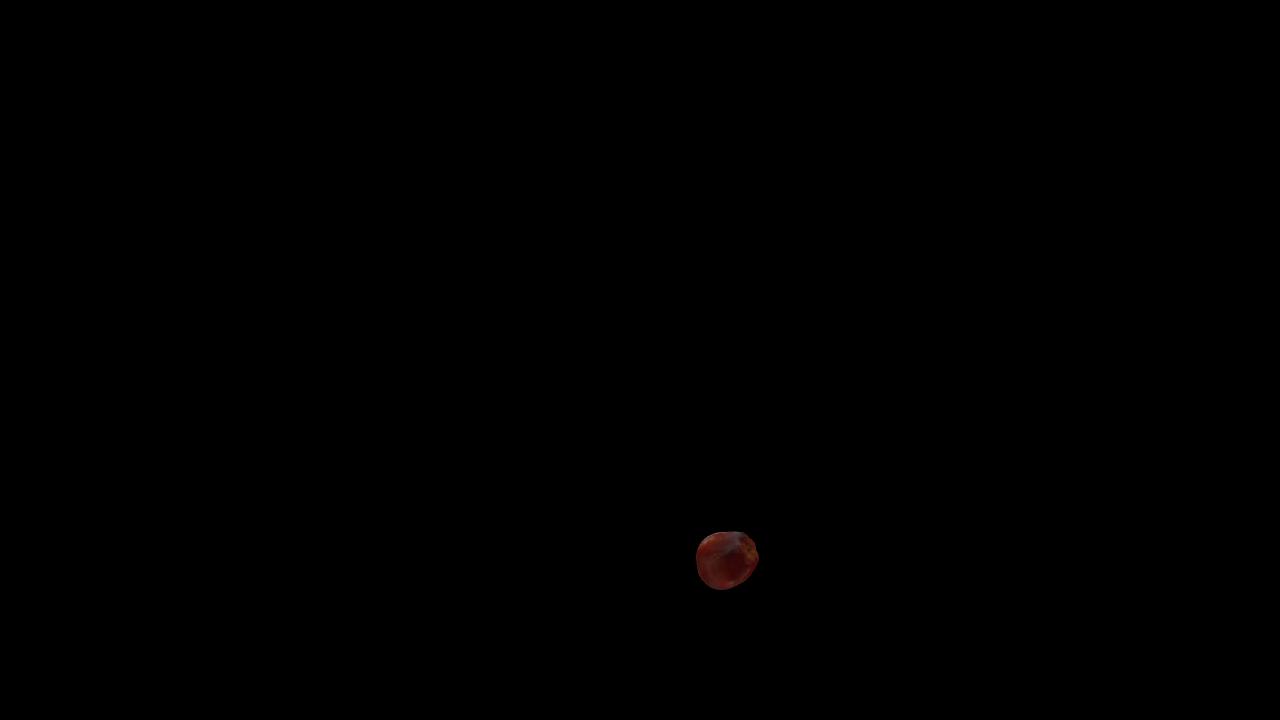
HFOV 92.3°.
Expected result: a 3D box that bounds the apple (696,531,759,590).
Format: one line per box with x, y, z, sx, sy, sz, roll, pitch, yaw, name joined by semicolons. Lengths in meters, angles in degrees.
0.122;0.283;0.871;0.093;0.079;0.079;-32;-19;34;apple
